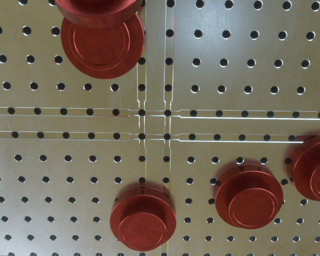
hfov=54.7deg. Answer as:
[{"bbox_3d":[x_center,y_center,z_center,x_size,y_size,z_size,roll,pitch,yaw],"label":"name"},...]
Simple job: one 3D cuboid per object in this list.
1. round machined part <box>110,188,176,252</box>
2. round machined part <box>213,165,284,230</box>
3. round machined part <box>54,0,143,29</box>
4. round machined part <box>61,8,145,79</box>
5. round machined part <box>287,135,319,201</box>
[{"bbox_3d":[-0.025,0.141,0.456,0.099,0.042,0.097,0,110,-1],"label":"round machined part"},{"bbox_3d":[0.129,0.105,0.445,0.099,0.042,0.097,0,110,-1],"label":"round machined part"},{"bbox_3d":[-0.066,-0.156,0.320,0.099,0.042,0.098,1,74,-2],"label":"round machined part"},{"bbox_3d":[-0.068,-0.105,0.365,0.099,0.042,0.097,0,110,-1],"label":"round machined part"},{"bbox_3d":[0.234,0.061,0.430,0.099,0.042,0.097,0,110,-1],"label":"round machined part"}]
